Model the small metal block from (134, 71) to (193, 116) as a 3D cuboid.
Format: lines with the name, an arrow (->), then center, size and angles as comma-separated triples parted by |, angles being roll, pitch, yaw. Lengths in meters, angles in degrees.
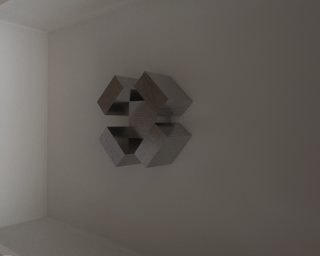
small metal block -> 0.005, -0.042, 0.384 | 0.025, 0.050, 0.050 | -52, 61, 27

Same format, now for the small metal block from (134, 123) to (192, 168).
small metal block -> 0.004, 0.021, 0.384 | 0.025, 0.050, 0.050 | 47, 117, 28

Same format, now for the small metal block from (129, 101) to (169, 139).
small metal block -> -0.015, -0.011, 0.417 | 0.050, 0.025, 0.050 | 1, 91, 40

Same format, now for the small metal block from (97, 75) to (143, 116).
small metal block -> -0.050, -0.043, 0.429 | 0.050, 0.050, 0.025 | -50, 60, 29

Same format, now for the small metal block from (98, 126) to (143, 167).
small metal block -> -0.048, 0.024, 0.428 | 0.050, 0.050, 0.025 | 53, 122, 27
